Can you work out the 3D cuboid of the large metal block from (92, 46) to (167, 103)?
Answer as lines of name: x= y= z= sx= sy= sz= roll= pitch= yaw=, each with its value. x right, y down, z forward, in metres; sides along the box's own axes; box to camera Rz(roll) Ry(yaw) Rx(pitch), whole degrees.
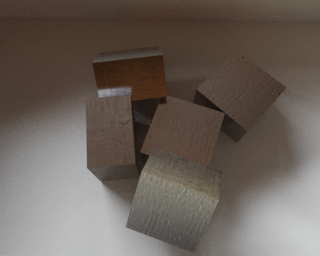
large metal block: x=-0.037 y=-0.070 z=0.398 sx=0.081 sy=0.080 sz=0.050 roll=-7 pitch=112 yaw=-2

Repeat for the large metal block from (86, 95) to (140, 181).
large metal block: x=-0.055 y=0.015 z=0.373 sx=0.050 sy=0.080 sz=0.080 roll=-5 pitch=70 yaw=-2

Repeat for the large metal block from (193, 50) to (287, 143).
large metal block: x=0.102 y=-0.041 z=0.411 sx=0.080 sy=0.050 sz=0.080 roll=42 pitch=75 yaw=13

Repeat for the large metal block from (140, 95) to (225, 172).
large metal block: x=0.028 y=0.013 z=0.391 sx=0.080 sy=0.050 sz=0.080 roll=18 pitch=71 yaw=6

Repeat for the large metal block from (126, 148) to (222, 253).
large metal block: x=0.015 y=0.079 z=0.343 sx=0.080 sy=0.079 sz=0.050 roll=19 pitch=29 yaw=5
